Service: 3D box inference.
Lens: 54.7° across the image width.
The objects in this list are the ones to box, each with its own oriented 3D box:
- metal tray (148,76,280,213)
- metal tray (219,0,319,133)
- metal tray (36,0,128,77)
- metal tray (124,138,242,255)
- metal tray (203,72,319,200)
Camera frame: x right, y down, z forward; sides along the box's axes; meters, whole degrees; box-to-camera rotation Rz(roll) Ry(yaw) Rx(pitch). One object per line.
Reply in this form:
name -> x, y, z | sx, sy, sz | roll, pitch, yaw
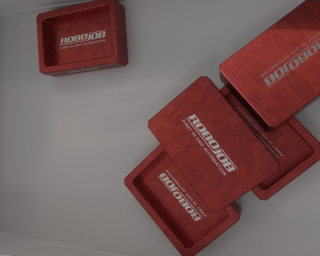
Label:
metal tray -> 0.059, 0.018, 0.354 | 0.090, 0.030, 0.130 | -40, 78, 15
metal tray -> 0.143, -0.068, 0.337 | 0.130, 0.030, 0.090 | -37, 73, 1
metal tray -> -0.114, -0.128, 0.447 | 0.130, 0.030, 0.089 | -4, 89, 19
metal tray -> 0.027, 0.087, 0.398 | 0.090, 0.030, 0.130 | -45, 76, 14
metal tray -> 0.112, 0.007, 0.367 | 0.090, 0.030, 0.130 | -43, 77, 15
